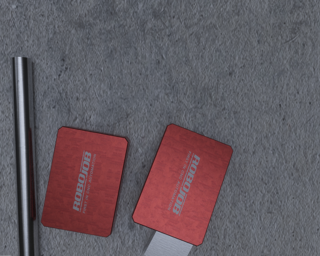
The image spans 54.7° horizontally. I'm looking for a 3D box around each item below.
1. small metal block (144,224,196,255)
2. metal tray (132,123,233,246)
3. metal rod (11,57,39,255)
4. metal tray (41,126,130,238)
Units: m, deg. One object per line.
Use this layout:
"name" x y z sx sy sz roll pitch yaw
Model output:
"small metal block" 0.013 0.152 0.410 0.050 0.025 0.050 28 90 -1
"metal tray" 0.029 0.070 0.395 0.090 0.030 0.130 22 78 -1
"metal rod" -0.177 0.058 0.407 0.025 0.025 0.298 -2 90 -1
"metal tray" -0.096 0.068 0.406 0.091 0.030 0.129 11 90 -1
